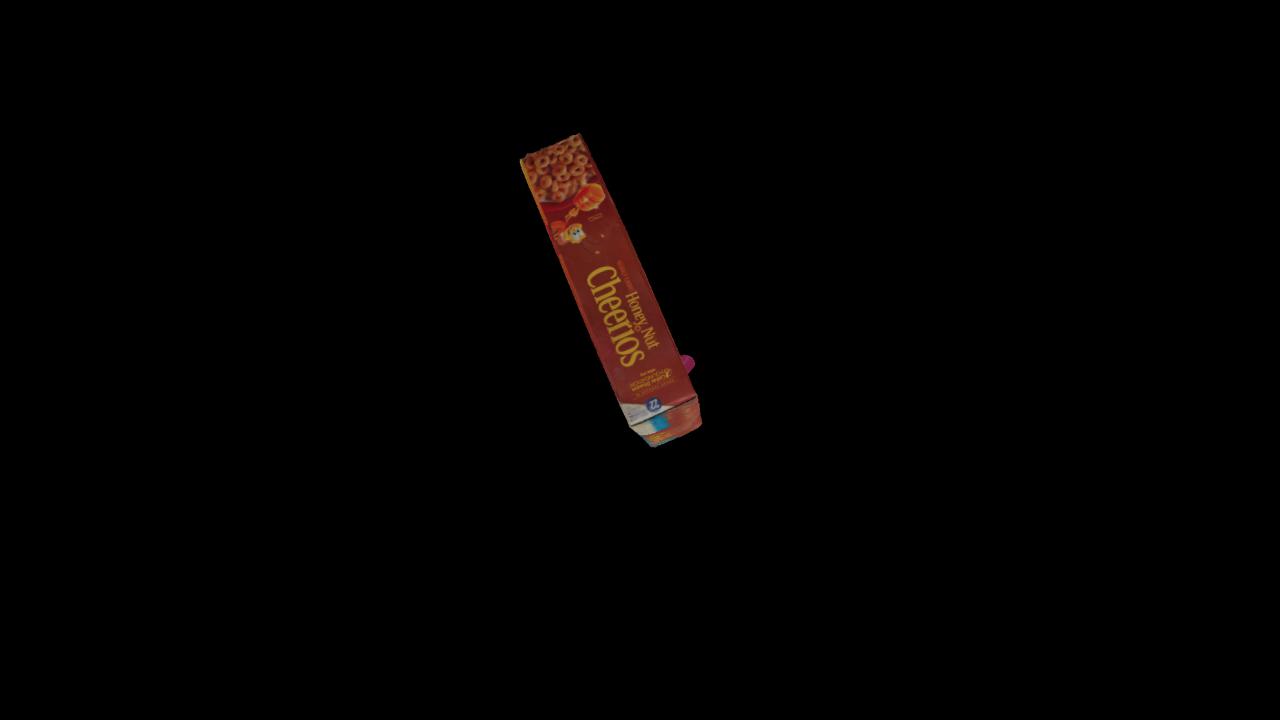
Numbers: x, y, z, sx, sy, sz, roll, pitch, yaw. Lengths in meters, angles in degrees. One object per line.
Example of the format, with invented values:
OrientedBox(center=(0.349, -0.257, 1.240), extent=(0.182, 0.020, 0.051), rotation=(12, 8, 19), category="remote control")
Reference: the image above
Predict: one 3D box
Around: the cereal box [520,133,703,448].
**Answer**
OrientedBox(center=(-0.024, -0.062, 0.680), extent=(0.081, 0.306, 0.203), rotation=(-23, -14, 2), category="cereal box")

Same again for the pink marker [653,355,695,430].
OrientedBox(center=(0.031, 0.030, 0.641), extent=(0.020, 0.020, 0.121), rotation=(0, 31, 28), category="pink marker")
